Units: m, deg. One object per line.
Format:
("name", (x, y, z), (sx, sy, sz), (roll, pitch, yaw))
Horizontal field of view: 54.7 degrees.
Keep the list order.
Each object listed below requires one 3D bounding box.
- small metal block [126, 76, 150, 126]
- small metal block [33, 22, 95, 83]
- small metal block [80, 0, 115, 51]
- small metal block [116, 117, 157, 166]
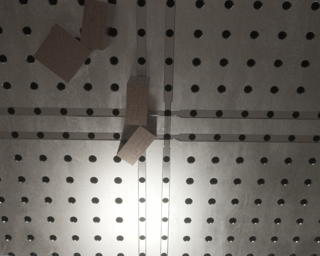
("small metal block", (-0.027, -0.035, 0.387), (0.025, 0.050, 0.050), (4, 110, -2))
("small metal block", (-0.116, -0.092, 0.378), (0.050, 0.025, 0.050), (38, 105, -13))
("small metal block", (-0.071, -0.119, 0.355), (0.025, 0.050, 0.050), (11, 110, -4))
("small metal block", (-0.029, 0.014, 0.405), (0.025, 0.050, 0.050), (36, 106, -13))
